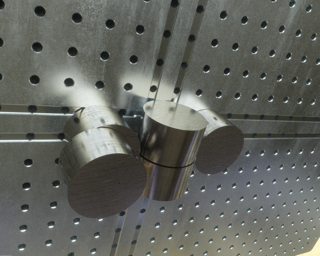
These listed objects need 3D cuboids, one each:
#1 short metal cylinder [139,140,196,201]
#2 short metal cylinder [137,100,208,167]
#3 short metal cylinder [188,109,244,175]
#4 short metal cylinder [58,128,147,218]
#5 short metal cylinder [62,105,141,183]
[{"bbox_3d":[0.002,0.050,0.407,0.081,0.080,0.050,-1,119,-28],"label":"short metal cylinder"},{"bbox_3d":[0.013,0.005,0.386,0.081,0.080,0.050,1,119,-29],"label":"short metal cylinder"},{"bbox_3d":[0.072,0.020,0.445,0.081,0.050,0.079,-14,124,-21],"label":"short metal cylinder"},{"bbox_3d":[-0.060,0.047,0.324,0.081,0.050,0.079,-14,124,-21],"label":"short metal cylinder"},{"bbox_3d":[-0.070,0.019,0.368,0.081,0.050,0.079,-14,124,-21],"label":"short metal cylinder"}]
